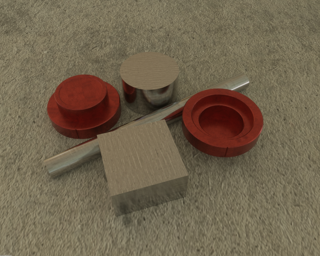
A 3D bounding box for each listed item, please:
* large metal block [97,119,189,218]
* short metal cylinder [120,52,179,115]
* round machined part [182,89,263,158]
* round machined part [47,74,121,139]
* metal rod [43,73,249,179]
[{"bbox_3d":[-0.021,0.044,0.352,0.081,0.050,0.080,-13,51,-11],"label":"large metal block"},{"bbox_3d":[-0.014,-0.064,0.441,0.081,0.050,0.080,0,50,0],"label":"short metal cylinder"},{"bbox_3d":[0.077,-0.002,0.395,0.099,0.042,0.098,0,50,0],"label":"round machined part"},{"bbox_3d":[-0.104,-0.036,0.422,0.099,0.042,0.098,0,50,0],"label":"round machined part"},{"bbox_3d":[-0.003,-0.011,0.415,0.302,0.025,0.025,-25,55,-20],"label":"metal rod"}]
